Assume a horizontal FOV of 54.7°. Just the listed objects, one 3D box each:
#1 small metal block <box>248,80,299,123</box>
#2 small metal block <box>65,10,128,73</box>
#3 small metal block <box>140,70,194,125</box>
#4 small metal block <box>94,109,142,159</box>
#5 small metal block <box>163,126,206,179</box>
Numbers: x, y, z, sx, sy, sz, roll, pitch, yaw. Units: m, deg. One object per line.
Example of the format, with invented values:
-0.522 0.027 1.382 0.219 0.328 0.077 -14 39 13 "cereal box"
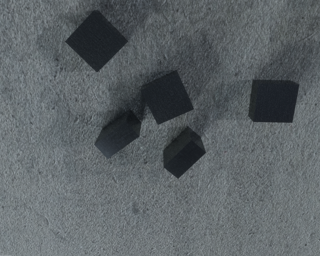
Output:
0.145 -0.035 0.398 0.050 0.025 0.050 1 110 -1 "small metal block"
-0.075 -0.104 0.371 0.050 0.025 0.050 -42 105 14 "small metal block"
0.009 -0.039 0.395 0.050 0.025 0.050 -24 109 8 "small metal block"
-0.052 0.007 0.398 0.050 0.050 0.025 -36 106 12 "small metal block"
0.031 0.031 0.408 0.025 0.050 0.050 41 105 -14 "small metal block"
